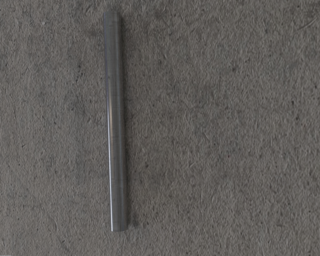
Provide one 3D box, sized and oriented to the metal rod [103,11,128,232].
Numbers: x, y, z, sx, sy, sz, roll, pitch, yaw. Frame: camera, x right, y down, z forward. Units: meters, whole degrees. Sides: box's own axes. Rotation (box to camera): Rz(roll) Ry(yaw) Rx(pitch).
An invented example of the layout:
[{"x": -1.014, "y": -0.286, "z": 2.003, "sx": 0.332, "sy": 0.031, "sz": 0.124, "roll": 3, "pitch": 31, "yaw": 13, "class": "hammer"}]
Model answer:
[{"x": -0.062, "y": -0.010, "z": 0.431, "sx": 0.025, "sy": 0.025, "sz": 0.298, "roll": -2, "pitch": 89, "yaw": 20, "class": "metal rod"}]
